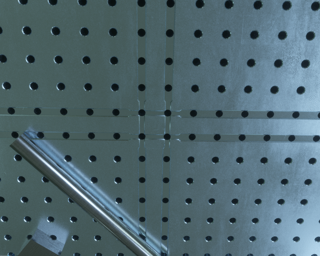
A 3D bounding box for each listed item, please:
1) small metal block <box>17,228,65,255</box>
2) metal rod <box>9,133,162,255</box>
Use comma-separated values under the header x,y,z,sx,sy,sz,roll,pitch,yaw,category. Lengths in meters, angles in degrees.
x,y,z,sx,sy,sz,roll,pitch,yaw,category
-0.187,0.193,0.482,0.050,0.025,0.050,37,106,-13,small metal block
-0.093,0.120,0.456,0.025,0.025,0.300,-40,106,13,metal rod
